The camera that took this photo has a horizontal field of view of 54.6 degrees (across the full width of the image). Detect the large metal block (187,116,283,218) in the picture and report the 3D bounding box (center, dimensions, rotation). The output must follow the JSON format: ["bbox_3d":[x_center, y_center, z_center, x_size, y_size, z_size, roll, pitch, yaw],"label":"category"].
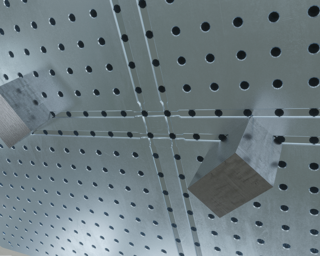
[{"bbox_3d":[0.087,0.044,0.357,0.050,0.080,0.080,42,129,-1],"label":"large metal block"}]

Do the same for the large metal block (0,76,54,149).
[{"bbox_3d":[-0.236,-0.024,0.506,0.080,0.050,0.080,-28,103,37],"label":"large metal block"}]
